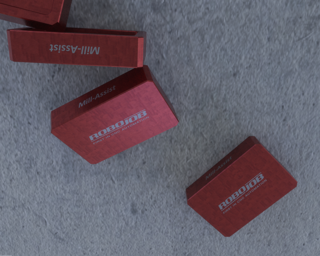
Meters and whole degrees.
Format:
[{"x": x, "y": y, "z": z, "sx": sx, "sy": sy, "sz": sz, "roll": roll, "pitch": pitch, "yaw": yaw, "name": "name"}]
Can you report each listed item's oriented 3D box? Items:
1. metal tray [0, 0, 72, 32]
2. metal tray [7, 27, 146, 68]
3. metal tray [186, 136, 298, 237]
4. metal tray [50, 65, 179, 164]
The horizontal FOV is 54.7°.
[{"x": -0.133, "y": -0.174, "z": 0.319, "sx": 0.091, "sy": 0.030, "sz": 0.129, "roll": 13, "pitch": 90, "yaw": -5, "name": "metal tray"}, {"x": -0.082, "y": -0.091, "z": 0.340, "sx": 0.131, "sy": 0.090, "sz": 0.030, "roll": 3, "pitch": 111, "yaw": -2, "name": "metal tray"}, {"x": 0.113, "y": 0.085, "z": 0.440, "sx": 0.130, "sy": 0.030, "sz": 0.090, "roll": -43, "pitch": 105, "yaw": 14, "name": "metal tray"}, {"x": -0.053, "y": -0.012, "z": 0.379, "sx": 0.130, "sy": 0.030, "sz": 0.090, "roll": -26, "pitch": 140, "yaw": 9, "name": "metal tray"}]
